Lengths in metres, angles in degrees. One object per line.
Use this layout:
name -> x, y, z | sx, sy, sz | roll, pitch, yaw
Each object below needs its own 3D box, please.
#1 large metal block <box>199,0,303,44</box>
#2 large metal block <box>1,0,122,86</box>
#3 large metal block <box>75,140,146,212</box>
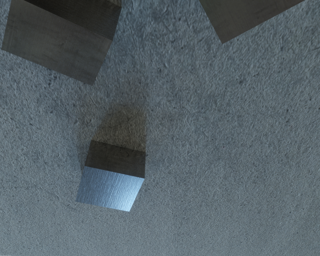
large metal block -> 0.073, -0.128, 0.263 | 0.080, 0.080, 0.050 | -25, 126, 20
large metal block -> -0.086, -0.095, 0.289 | 0.080, 0.080, 0.050 | 21, 127, -17
large metal block -> -0.072, 0.071, 0.450 | 0.081, 0.050, 0.079 | 14, 129, -12
